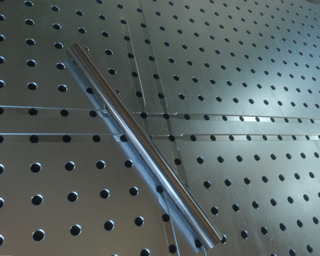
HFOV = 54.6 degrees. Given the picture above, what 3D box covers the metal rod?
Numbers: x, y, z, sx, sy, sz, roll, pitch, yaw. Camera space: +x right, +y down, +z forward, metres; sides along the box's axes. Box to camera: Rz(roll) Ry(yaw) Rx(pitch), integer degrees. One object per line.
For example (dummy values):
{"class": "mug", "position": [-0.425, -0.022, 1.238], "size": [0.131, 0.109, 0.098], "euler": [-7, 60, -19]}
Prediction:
{"class": "metal rod", "position": [-0.025, 0.015, 0.384], "size": [0.025, 0.025, 0.300], "euler": [-29, 78, -37]}
